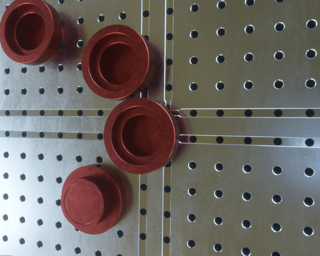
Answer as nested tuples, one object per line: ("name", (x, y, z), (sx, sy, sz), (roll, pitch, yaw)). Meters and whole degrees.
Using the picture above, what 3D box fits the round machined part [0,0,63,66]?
("round machined part", (-0.189, -0.143, 0.468), (0.098, 0.042, 0.097), (0, 90, 19))

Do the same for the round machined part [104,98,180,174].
("round machined part", (-0.021, 0.010, 0.410), (0.098, 0.042, 0.097), (0, 90, 19))

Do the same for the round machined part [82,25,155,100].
("round machined part", (-0.053, -0.086, 0.421), (0.098, 0.042, 0.097), (0, 90, 19))

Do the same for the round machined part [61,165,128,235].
("round machined part", (-0.099, 0.102, 0.437), (0.098, 0.042, 0.097), (0, 90, 19))
